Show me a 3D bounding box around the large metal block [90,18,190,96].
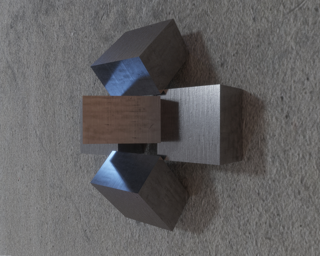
[{"bbox_3d":[-0.023,-0.083,0.380,0.080,0.080,0.050,0,134,40],"label":"large metal block"}]

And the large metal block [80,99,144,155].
[{"bbox_3d":[-0.069,-0.003,0.445,0.080,0.050,0.079,0,90,39],"label":"large metal block"}]

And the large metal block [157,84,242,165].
[{"bbox_3d":[0.044,-0.004,0.349,0.080,0.050,0.079,0,90,39],"label":"large metal block"}]

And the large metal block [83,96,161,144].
[{"bbox_3d":[-0.043,-0.009,0.362,0.080,0.081,0.050,179,90,-84],"label":"large metal block"}]

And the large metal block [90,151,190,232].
[{"bbox_3d":[-0.023,0.075,0.380,0.080,0.080,0.050,2,48,40],"label":"large metal block"}]
